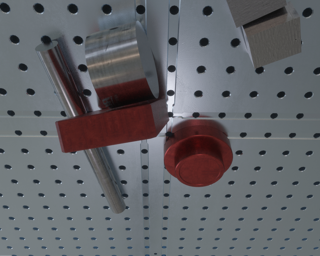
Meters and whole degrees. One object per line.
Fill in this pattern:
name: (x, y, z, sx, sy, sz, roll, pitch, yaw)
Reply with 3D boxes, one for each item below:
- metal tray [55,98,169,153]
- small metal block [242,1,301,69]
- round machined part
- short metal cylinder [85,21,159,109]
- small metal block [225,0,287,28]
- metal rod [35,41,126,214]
metal tray: (-0.042, -0.007, 0.338, 0.090, 0.130, 0.030, -10, 97, 8)
small metal block: (0.116, -0.095, 0.323, 0.050, 0.025, 0.050, -19, 145, 15)
round machined part: (0.055, 0.047, 0.441, 0.099, 0.042, 0.097, 0, 130, 0)
short metal cylinder: (-0.036, -0.064, 0.321, 0.050, 0.080, 0.080, -12, 129, 10)
small metal block: (0.088, -0.134, 0.298, 0.050, 0.025, 0.050, -21, 127, 17)
metal rod: (-0.096, 0.023, 0.429, 0.025, 0.025, 0.298, -8, 130, 6)
